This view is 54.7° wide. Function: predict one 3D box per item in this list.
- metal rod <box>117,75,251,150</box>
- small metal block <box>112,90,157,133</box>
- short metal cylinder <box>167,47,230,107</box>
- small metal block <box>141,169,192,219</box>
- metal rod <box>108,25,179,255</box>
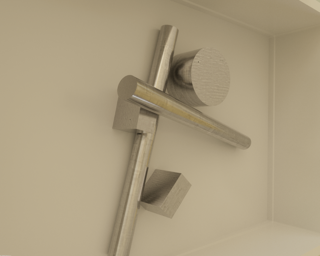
[{"bbox_3d":[0.057,-0.007,0.414,0.301,0.025,0.025,20,77,-52],"label":"metal rod"},{"bbox_3d":[-0.028,-0.021,0.368,0.025,0.050,0.050,16,80,-39],"label":"small metal block"},{"bbox_3d":[0.054,-0.070,0.438,0.081,0.050,0.079,0,90,-40],"label":"short metal cylinder"},{"bbox_3d":[0.004,0.082,0.396,0.025,0.050,0.050,51,60,-28],"label":"small metal block"},{"bbox_3d":[-0.018,0.011,0.392,0.025,0.025,0.299,21,77,-39],"label":"metal rod"}]
